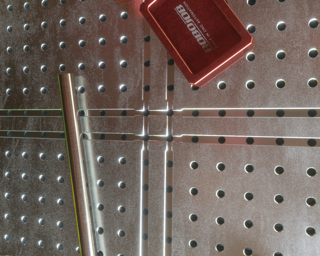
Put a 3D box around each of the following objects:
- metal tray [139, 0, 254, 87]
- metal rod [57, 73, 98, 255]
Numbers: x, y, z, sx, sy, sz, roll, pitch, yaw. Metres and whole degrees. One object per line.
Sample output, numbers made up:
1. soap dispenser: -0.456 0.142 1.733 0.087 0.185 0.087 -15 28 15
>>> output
1. metal tray: 0.045 -0.129 0.393 0.090 0.030 0.130 -36 79 16
2. metal rod: -0.119 0.069 0.454 0.025 0.025 0.298 -9 87 20
